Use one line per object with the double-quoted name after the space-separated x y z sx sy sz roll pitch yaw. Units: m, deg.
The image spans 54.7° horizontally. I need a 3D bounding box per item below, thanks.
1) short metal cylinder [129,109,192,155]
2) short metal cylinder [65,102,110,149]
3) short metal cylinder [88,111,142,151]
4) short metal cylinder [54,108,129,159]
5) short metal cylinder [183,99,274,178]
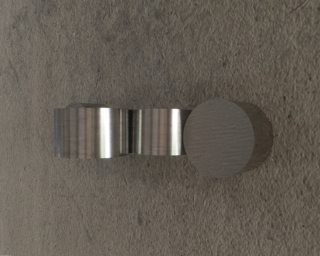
0.001 0.004 0.370 0.080 0.081 0.050 1 90 40 "short metal cylinder"
-0.112 0.001 0.483 0.080 0.050 0.080 0 90 39 "short metal cylinder"
-0.060 0.003 0.421 0.080 0.081 0.050 1 91 40 "short metal cylinder"
-0.074 0.004 0.342 0.080 0.081 0.050 1 92 40 "short metal cylinder"
0.072 0.010 0.330 0.080 0.050 0.080 1 91 39 "short metal cylinder"
